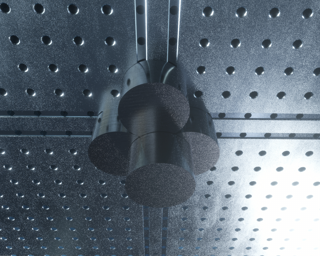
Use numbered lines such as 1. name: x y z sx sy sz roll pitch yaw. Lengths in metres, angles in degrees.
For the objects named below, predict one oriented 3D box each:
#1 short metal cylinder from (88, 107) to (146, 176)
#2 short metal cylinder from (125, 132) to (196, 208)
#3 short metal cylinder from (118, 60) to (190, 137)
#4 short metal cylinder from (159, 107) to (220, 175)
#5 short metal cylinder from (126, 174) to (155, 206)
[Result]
1. short metal cylinder: -0.050 0.018 0.410 0.081 0.050 0.079 0 130 0
2. short metal cylinder: 0.000 0.051 0.372 0.081 0.050 0.079 0 130 0
3. short metal cylinder: -0.007 -0.033 0.366 0.081 0.050 0.079 -1 130 -1
4. short metal cylinder: 0.035 0.019 0.411 0.081 0.050 0.079 0 130 0
5. short metal cylinder: -0.008 0.070 0.454 0.081 0.050 0.079 -1 128 0
